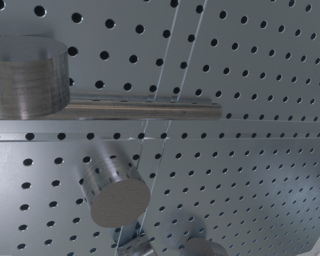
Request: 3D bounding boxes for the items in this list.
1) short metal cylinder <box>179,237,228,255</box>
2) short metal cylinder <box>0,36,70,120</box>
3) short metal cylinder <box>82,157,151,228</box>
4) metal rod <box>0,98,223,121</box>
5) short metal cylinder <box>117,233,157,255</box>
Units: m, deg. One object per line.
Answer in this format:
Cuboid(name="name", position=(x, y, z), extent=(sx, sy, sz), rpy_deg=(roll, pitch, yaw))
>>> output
Cuboid(name="short metal cylinder", position=(0.081, 0.249, 0.575), extent=(0.050, 0.080, 0.080), rpy_deg=(32, 101, -38))
Cuboid(name="short metal cylinder", position=(-0.124, -0.048, 0.278), extent=(0.081, 0.080, 0.050), rpy_deg=(-8, 122, -24))
Cuboid(name="short metal cylinder", position=(-0.060, 0.086, 0.416), extent=(0.081, 0.050, 0.079), rpy_deg=(-14, 124, -21))
Cuboid(name="metal rod", position=(-0.052, -0.021, 0.369), extent=(0.303, 0.025, 0.025), rpy_deg=(-1, 119, -28))
Cuboid(name="short metal cylinder", position=(-0.027, 0.216, 0.495), extent=(0.050, 0.080, 0.080), rpy_deg=(-29, 128, -10))
